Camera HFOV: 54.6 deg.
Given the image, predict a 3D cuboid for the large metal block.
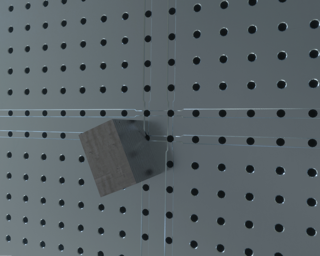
[{"bbox_3d":[-0.049,0.036,0.401,0.050,0.080,0.080,-24,82,18],"label":"large metal block"}]
